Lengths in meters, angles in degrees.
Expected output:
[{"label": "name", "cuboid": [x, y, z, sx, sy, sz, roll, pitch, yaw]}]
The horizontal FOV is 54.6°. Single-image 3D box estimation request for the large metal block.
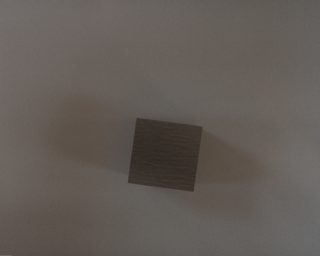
[{"label": "large metal block", "cuboid": [0.006, 0.032, 0.399, 0.080, 0.050, 0.080, 8, 90, 0]}]
